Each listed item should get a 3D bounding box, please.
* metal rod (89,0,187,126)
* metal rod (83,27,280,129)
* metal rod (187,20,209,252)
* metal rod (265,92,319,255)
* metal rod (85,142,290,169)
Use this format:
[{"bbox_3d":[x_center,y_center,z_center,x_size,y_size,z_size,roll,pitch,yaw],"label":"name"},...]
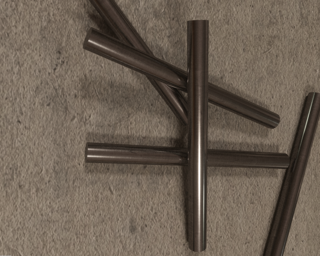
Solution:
[{"bbox_3d":[-0.048,-0.126,0.391,0.025,0.025,0.300,-41,103,-15],"label":"metal rod"},{"bbox_3d":[0.048,-0.054,0.406,0.302,0.025,0.025,19,84,-27],"label":"metal rod"},{"bbox_3d":[0.048,0.020,0.394,0.025,0.025,0.298,-7,105,-20],"label":"metal rod"},{"bbox_3d":[0.210,0.087,0.488,0.025,0.025,0.299,20,83,-19],"label":"metal rod"},{"bbox_3d":[0.052,0.041,0.429,0.302,0.025,0.025,4,89,-20],"label":"metal rod"}]
